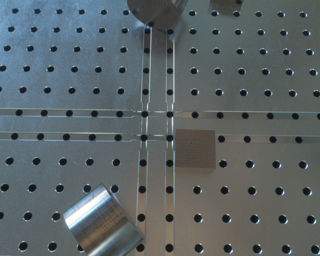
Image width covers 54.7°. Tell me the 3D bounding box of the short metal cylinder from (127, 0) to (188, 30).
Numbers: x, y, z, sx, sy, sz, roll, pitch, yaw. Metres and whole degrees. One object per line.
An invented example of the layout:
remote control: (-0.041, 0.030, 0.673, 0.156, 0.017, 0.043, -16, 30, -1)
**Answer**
short metal cylinder: (-0.001, -0.190, 0.452, 0.080, 0.080, 0.050, 20, 72, 7)

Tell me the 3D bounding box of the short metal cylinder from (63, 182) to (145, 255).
short metal cylinder: (-0.061, 0.108, 0.343, 0.050, 0.080, 0.080, -38, 74, -12)

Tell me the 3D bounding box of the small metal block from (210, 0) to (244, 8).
small metal block: (0.111, -0.225, 0.495, 0.050, 0.025, 0.050, 12, 70, 4)

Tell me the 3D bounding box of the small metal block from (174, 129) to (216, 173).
small metal block: (0.045, 0.030, 0.401, 0.050, 0.025, 0.050, 2, 70, 0)
